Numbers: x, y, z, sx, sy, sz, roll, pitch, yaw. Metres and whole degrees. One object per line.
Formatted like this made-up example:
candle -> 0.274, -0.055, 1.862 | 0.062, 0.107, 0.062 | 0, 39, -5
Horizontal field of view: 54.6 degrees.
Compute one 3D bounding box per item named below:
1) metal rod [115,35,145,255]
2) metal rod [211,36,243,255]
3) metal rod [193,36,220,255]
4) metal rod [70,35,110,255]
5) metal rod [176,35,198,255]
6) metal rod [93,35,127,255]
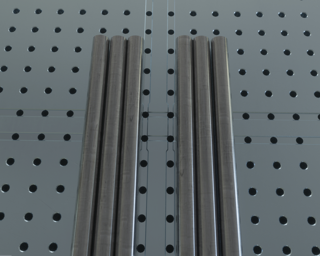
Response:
metal rod -> -0.038, 0.011, 0.407 | 0.025, 0.025, 0.299 | 1, 70, 0
metal rod -> 0.085, 0.012, 0.407 | 0.025, 0.025, 0.299 | 1, 70, 0
metal rod -> 0.058, 0.011, 0.407 | 0.025, 0.025, 0.299 | 1, 70, 0
metal rod -> -0.089, 0.010, 0.407 | 0.025, 0.025, 0.299 | 1, 70, 0
metal rod -> 0.033, 0.011, 0.407 | 0.025, 0.025, 0.299 | 1, 70, 0
metal rod -> -0.063, 0.011, 0.407 | 0.025, 0.025, 0.299 | 1, 70, 0
